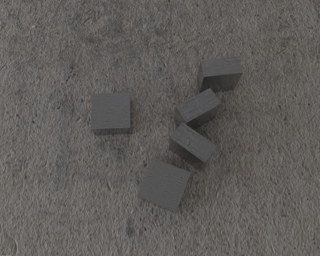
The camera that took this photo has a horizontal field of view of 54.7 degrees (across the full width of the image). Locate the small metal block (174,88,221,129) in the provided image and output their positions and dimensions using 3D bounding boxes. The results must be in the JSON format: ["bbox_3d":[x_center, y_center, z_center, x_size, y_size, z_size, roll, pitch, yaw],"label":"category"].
[{"bbox_3d":[0.047,-0.020,0.402,0.050,0.050,0.025,-29,73,-10],"label":"small metal block"}]

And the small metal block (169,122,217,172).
[{"bbox_3d":[0.039,0.025,0.386,0.050,0.050,0.025,35,74,12],"label":"small metal block"}]

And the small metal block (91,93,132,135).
[{"bbox_3d":[-0.064,-0.019,0.414,0.050,0.025,0.050,-2,70,-1],"label":"small metal block"}]

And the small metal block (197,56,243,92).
[{"bbox_3d":[0.079,-0.071,0.421,0.050,0.050,0.025,-7,70,-3],"label":"small metal block"}]

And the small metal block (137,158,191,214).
[{"bbox_3d":[0.005,0.071,0.382,0.050,0.025,0.050,21,71,7],"label":"small metal block"}]
